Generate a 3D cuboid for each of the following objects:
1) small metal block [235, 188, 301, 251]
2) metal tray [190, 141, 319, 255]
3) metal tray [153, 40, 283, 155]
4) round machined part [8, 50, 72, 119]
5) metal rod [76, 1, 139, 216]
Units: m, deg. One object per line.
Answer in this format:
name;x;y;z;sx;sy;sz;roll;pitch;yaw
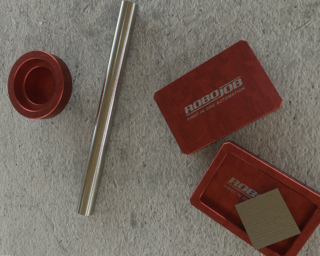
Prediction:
small metal block;0.118;0.101;0.342;0.050;0.025;0.050;-25;64;8
metal tray;0.113;0.085;0.366;0.130;0.030;0.090;32;100;16
metal tray;0.069;-0.034;0.382;0.130;0.030;0.090;-30;81;17
round machined part;-0.171;-0.062;0.459;0.098;0.042;0.097;0;90;19
metal rod;-0.074;-0.024;0.433;0.025;0.025;0.298;14;95;19
